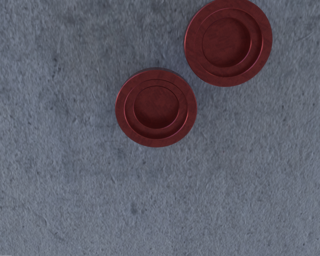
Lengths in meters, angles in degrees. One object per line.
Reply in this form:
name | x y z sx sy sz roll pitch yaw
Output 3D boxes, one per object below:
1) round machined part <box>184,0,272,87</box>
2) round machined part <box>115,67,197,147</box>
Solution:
round machined part | 0.076 -0.101 0.365 0.099 0.042 0.097 0 110 -1
round machined part | -0.005 -0.028 0.390 0.099 0.042 0.097 0 110 -1
